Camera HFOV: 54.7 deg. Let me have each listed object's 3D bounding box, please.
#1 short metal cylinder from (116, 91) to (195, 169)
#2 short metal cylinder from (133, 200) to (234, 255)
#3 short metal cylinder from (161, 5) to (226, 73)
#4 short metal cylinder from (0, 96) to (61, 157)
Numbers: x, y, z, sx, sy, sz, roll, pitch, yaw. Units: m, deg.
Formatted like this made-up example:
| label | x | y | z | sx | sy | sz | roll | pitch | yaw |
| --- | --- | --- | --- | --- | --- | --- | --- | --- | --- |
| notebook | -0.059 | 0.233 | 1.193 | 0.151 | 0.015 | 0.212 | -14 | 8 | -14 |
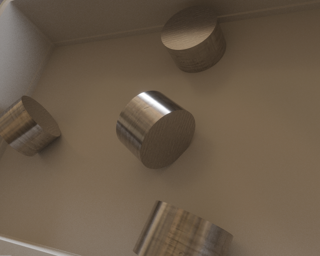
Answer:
| label | x | y | z | sx | sy | sz | roll | pitch | yaw |
| --- | --- | --- | --- | --- | --- | --- | --- | --- | --- |
| short metal cylinder | -0.005 | 0.002 | 0.370 | 0.080 | 0.080 | 0.050 | -47 | 52 | -5 |
| short metal cylinder | 0.022 | 0.109 | 0.292 | 0.080 | 0.080 | 0.050 | 14 | 69 | 33 |
| short metal cylinder | 0.048 | -0.126 | 0.440 | 0.080 | 0.050 | 0.080 | -13 | 56 | 20 |
| short metal cylinder | -0.201 | -0.003 | 0.475 | 0.050 | 0.080 | 0.080 | -38 | 51 | 2 |
